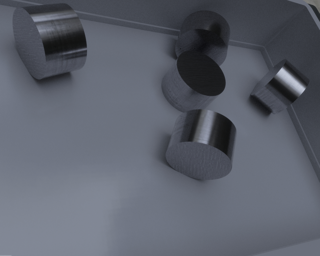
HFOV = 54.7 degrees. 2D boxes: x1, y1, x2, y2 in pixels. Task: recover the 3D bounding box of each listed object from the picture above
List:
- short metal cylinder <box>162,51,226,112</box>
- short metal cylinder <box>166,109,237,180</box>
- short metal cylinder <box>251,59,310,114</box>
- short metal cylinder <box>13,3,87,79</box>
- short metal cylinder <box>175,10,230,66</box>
[{"bbox_3d":[0.049,-0.067,0.459,0.081,0.050,0.080,14,56,-21],"label":"short metal cylinder"},{"bbox_3d":[0.052,0.022,0.387,0.080,0.080,0.050,27,52,-12],"label":"short metal cylinder"},{"bbox_3d":[0.202,-0.070,0.525,0.050,0.080,0.080,41,51,-1],"label":"short metal cylinder"},{"bbox_3d":[-0.130,-0.102,0.364,0.050,0.080,0.080,-25,76,-37],"label":"short metal cylinder"},{"bbox_3d":[0.069,-0.138,0.494,0.080,0.080,0.050,26,53,-13],"label":"short metal cylinder"}]
